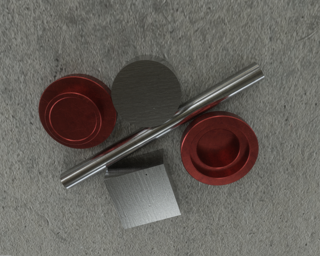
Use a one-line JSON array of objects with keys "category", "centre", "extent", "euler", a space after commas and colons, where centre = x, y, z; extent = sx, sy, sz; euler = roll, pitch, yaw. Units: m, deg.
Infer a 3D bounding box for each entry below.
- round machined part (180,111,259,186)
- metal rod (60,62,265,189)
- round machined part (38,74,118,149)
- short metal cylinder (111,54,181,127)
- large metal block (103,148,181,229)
[{"category": "round machined part", "centre": [0.076, 0.024, 0.411], "extent": [0.099, 0.042, 0.097], "euler": [0, 110, 0]}, {"category": "metal rod", "centre": [-0.004, 0.002, 0.412], "extent": [0.300, 0.025, 0.025], "euler": [-30, 108, 10]}, {"category": "round machined part", "centre": [-0.105, -0.017, 0.394], "extent": [0.099, 0.042, 0.097], "euler": [0, 110, 0]}, {"category": "short metal cylinder", "centre": [-0.016, -0.047, 0.380], "extent": [0.081, 0.050, 0.079], "euler": [0, 110, 0]}, {"category": "large metal block", "centre": [-0.022, 0.083, 0.429], "extent": [0.080, 0.050, 0.080], "euler": [-16, 110, 6]}]
